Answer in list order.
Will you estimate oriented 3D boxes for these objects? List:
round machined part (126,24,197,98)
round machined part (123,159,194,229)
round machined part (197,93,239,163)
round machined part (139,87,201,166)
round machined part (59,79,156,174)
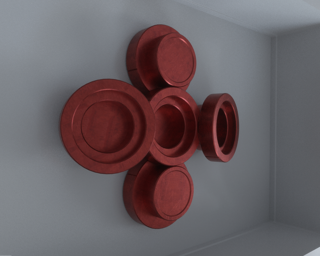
[{"bbox_3d":[0.009,-0.085,0.400,0.099,0.042,0.097,0,90,-40],"label":"round machined part"},{"bbox_3d":[0.005,0.080,0.398,0.099,0.042,0.097,0,90,-40],"label":"round machined part"},{"bbox_3d":[0.077,0.000,0.447,0.099,0.042,0.097,-1,91,-56],"label":"round machined part"},{"bbox_3d":[0.005,-0.002,0.396,0.099,0.042,0.097,0,90,-40],"label":"round machined part"},{"bbox_3d":[-0.058,-0.002,0.334,0.099,0.042,0.097,0,90,-23],"label":"round machined part"}]
